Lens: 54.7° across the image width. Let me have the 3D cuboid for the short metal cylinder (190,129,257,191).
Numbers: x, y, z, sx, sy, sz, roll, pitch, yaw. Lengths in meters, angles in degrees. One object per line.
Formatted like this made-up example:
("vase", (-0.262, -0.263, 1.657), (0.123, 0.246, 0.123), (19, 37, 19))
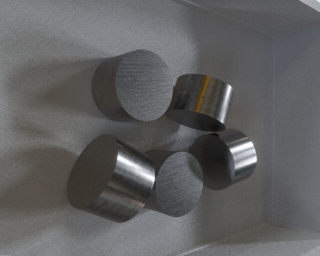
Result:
("short metal cylinder", (0.090, 0.044, 0.447), (0.050, 0.080, 0.079), (-12, 98, -40))

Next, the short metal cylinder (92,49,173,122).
("short metal cylinder", (-0.031, -0.047, 0.363), (0.081, 0.050, 0.079), (0, 90, -40))

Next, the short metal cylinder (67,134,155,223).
("short metal cylinder", (-0.052, 0.053, 0.326), (0.050, 0.080, 0.080), (34, 69, -35))

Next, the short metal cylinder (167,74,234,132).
("short metal cylinder", (0.055, -0.032, 0.418), (0.080, 0.080, 0.050), (27, 73, -37))

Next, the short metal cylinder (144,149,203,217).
("short metal cylinder", (0.010, 0.069, 0.398), (0.081, 0.050, 0.079), (0, 90, -40))
